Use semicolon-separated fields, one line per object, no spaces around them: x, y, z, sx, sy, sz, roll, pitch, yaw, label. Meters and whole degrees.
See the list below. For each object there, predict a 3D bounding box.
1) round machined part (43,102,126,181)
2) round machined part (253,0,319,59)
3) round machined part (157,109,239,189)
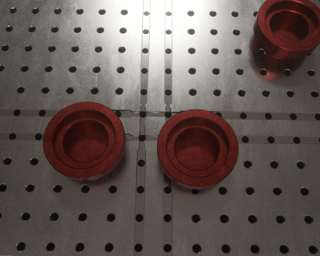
-0.092;0.019;0.395;0.099;0.042;0.098;0;70;-1;round machined part
0.187;-0.144;0.458;0.099;0.042;0.098;0;70;-1;round machined part
0.046;0.029;0.393;0.099;0.042;0.098;0;70;0;round machined part
